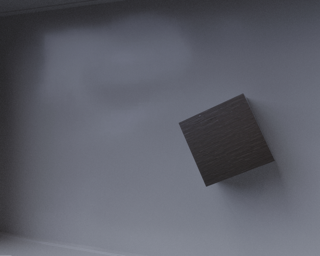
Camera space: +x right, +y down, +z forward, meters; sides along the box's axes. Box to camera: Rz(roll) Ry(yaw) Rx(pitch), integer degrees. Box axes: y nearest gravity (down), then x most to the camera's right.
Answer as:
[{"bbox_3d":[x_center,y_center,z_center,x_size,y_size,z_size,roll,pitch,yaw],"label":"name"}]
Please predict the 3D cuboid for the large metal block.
[{"bbox_3d":[0.080,0.014,0.369,0.080,0.050,0.080,-25,82,18],"label":"large metal block"}]
